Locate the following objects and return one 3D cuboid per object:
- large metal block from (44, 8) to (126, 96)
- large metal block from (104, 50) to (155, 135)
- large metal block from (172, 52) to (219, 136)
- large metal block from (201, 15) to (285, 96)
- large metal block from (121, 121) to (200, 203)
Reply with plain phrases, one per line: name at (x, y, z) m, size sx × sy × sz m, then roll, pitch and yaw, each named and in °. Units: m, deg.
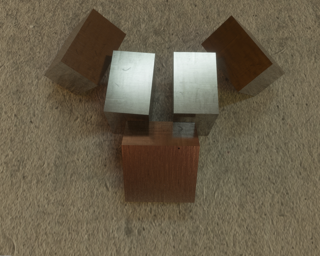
large metal block at (-0.099, -0.095, 0.404) m, size 0.050 × 0.080 × 0.080 m, roll 34°, pitch 69°, yaw -27°
large metal block at (-0.034, -0.040, 0.395) m, size 0.050 × 0.080 × 0.080 m, roll 5°, pitch 70°, yaw 1°
large metal block at (0.041, -0.040, 0.395) m, size 0.050 × 0.080 × 0.080 m, roll 1°, pitch 70°, yaw 0°
large metal block at (0.111, -0.091, 0.408) m, size 0.050 × 0.080 × 0.080 m, roll -41°, pitch 71°, yaw 25°
large metal block at (0.001, 0.039, 0.359) m, size 0.081 × 0.079 × 0.050 m, roll 1°, pitch 31°, yaw 0°
